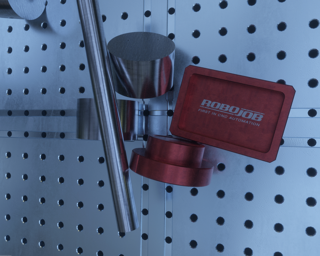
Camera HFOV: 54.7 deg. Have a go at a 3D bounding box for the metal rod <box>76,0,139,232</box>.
[{"bbox_3d":[-0.062,-0.030,0.355,0.025,0.025,0.298,-9,93,20],"label":"metal rod"}]

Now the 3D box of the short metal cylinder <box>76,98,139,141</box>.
[{"bbox_3d":[-0.069,-0.011,0.408,0.080,0.080,0.050,2,91,20],"label":"short metal cylinder"}]

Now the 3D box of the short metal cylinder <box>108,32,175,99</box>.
[{"bbox_3d":[-0.023,-0.079,0.384,0.080,0.080,0.050,18,133,19],"label":"short metal cylinder"}]

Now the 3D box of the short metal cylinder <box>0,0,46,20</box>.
[{"bbox_3d":[-0.217,-0.204,0.460,0.050,0.080,0.079,10,94,20],"label":"short metal cylinder"}]

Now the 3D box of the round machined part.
[{"bbox_3d":[0.016,0.034,0.368,0.098,0.098,0.042,13,94,19],"label":"round machined part"}]

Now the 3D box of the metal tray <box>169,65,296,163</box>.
[{"bbox_3d":[0.086,-0.019,0.379,0.130,0.030,0.089,16,95,19],"label":"metal tray"}]
